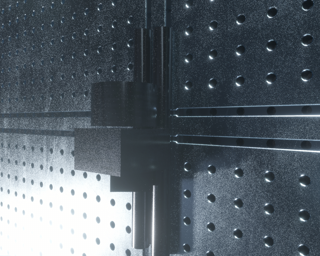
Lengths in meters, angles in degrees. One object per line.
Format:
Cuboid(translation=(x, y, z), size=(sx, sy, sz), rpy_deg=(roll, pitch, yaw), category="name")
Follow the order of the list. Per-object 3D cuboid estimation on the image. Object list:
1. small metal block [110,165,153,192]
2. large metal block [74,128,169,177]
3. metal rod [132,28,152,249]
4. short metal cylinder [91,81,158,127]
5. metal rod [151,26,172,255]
Cuboid(translation=(-0.036, 0.063, 0.391), size=(0.050, 0.050, 0.025), rpy_deg=(1, 91, -5), category="small metal block")
Cuboid(translation=(-0.046, 0.025, 0.377), size=(0.080, 0.081, 0.050), rpy_deg=(1, 91, 39), category="large metal block")
Cuboid(translation=(-0.025, 0.015, 0.430), size=(0.025, 0.025, 0.298), rpy_deg=(1, 91, 39), category="metal rod")
Cuboid(translation=(-0.043, -0.027, 0.379), size=(0.080, 0.081, 0.050), rpy_deg=(1, 91, 39), category="short metal cylinder")
Cuboid(translation=(0.002, 0.020, 0.407), size=(0.025, 0.025, 0.298), rpy_deg=(1, 91, 39), category="metal rod")
